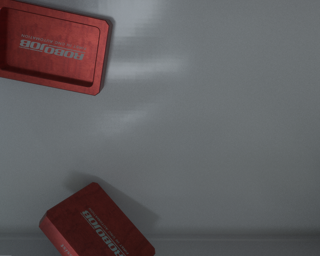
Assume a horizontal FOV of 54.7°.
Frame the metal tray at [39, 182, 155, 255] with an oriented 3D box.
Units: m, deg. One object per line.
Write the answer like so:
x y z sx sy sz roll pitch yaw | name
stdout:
-0.078 0.143 0.401 0.130 0.091 0.030 46 124 10 | metal tray

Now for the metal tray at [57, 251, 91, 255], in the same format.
-0.168 0.254 0.502 0.131 0.030 0.089 -10 110 3 | metal tray

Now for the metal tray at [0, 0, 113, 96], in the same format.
-0.129 -0.096 0.371 0.131 0.030 0.089 11 110 -5 | metal tray
